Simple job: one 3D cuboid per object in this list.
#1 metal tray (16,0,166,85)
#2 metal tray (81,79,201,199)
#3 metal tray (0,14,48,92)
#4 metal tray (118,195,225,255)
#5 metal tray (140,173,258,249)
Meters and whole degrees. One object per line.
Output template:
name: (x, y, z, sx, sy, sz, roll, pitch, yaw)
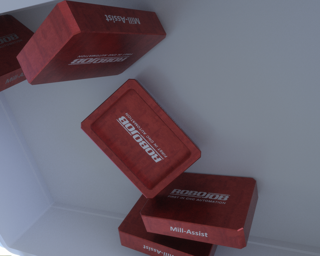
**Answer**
metal tray: (-0.065, -0.085, 0.321, 0.090, 0.131, 0.030, -30, 84, 38)
metal tray: (-0.023, 0.013, 0.394, 0.090, 0.030, 0.130, -42, 94, 5)
metal tray: (-0.212, -0.095, 0.394, 0.090, 0.131, 0.030, 38, 129, 2)
metal tray: (0.018, 0.143, 0.445, 0.130, 0.090, 0.030, 10, 123, 22)
metal tray: (0.052, 0.099, 0.399, 0.130, 0.090, 0.030, 0, 121, 28)
